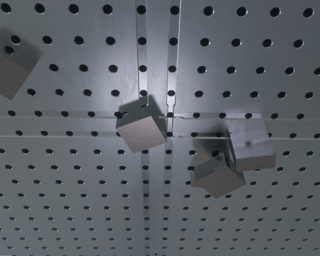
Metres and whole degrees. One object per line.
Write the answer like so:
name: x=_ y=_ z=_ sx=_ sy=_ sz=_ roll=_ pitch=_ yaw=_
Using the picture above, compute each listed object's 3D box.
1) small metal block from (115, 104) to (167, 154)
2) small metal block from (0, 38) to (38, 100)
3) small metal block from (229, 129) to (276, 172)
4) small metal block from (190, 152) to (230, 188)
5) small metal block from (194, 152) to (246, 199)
small metal block: x=-0.024 y=0.002 z=0.413 sx=0.050 sy=0.025 sz=0.050 roll=-19 pitch=128 yaw=15
small metal block: x=-0.178 y=-0.067 z=0.353 sx=0.050 sy=0.025 sz=0.050 roll=34 pitch=122 yaw=-26
small metal block: x=0.124 y=0.030 z=0.421 sx=0.050 sy=0.050 sz=0.025 roll=-7 pitch=130 yaw=6
small metal block: x=0.076 y=0.065 z=0.468 sx=0.050 sy=0.025 sz=0.050 roll=6 pitch=130 yaw=-5
small metal block: x=0.084 y=0.068 z=0.437 sx=0.050 sy=0.025 sz=0.050 roll=-33 pitch=123 yaw=24
